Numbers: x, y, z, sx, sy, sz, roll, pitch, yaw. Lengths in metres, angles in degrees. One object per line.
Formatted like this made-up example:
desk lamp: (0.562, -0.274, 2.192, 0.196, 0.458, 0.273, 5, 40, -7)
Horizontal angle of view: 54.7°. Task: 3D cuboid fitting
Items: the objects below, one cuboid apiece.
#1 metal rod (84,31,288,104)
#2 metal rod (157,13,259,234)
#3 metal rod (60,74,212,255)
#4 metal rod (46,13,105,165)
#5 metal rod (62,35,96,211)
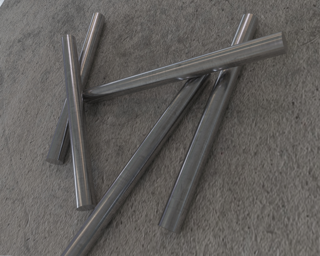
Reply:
metal rod: (0.010, -0.071, 0.415, 0.300, 0.025, 0.025, -10, 57, 33)
metal rod: (0.067, -0.020, 0.381, 0.025, 0.025, 0.300, 11, 67, 33)
metal rod: (-0.026, 0.044, 0.390, 0.025, 0.025, 0.300, 27, 76, 37)
metal rod: (-0.136, -0.081, 0.525, 0.025, 0.025, 0.300, -6, 59, 25)
metal rod: (-0.125, -0.026, 0.464, 0.025, 0.025, 0.299, -23, 60, 15)
